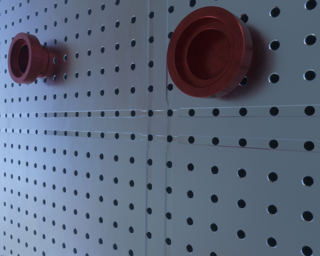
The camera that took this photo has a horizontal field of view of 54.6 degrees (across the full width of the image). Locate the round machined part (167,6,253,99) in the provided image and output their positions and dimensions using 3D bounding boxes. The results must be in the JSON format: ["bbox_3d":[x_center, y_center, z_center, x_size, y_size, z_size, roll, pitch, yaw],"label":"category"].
[{"bbox_3d":[0.059,-0.082,0.351,0.098,0.042,0.097,0,90,40],"label":"round machined part"}]

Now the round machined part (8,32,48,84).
[{"bbox_3d":[-0.258,-0.135,0.614,0.098,0.042,0.097,0,90,40],"label":"round machined part"}]
